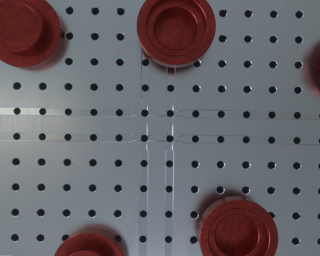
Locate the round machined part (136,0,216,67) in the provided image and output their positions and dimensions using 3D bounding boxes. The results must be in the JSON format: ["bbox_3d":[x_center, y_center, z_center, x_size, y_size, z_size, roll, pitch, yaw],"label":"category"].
[{"bbox_3d":[0.020,-0.127,0.405,0.099,0.042,0.097,0,90,0],"label":"round machined part"}]

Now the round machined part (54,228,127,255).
[{"bbox_3d":[-0.093,0.186,0.404,0.099,0.042,0.097,0,90,0],"label":"round machined part"}]

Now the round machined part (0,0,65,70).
[{"bbox_3d":[-0.179,-0.128,0.404,0.099,0.042,0.097,0,90,0],"label":"round machined part"}]

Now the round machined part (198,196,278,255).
[{"bbox_3d":[0.098,0.138,0.406,0.099,0.042,0.097,0,90,0],"label":"round machined part"}]
